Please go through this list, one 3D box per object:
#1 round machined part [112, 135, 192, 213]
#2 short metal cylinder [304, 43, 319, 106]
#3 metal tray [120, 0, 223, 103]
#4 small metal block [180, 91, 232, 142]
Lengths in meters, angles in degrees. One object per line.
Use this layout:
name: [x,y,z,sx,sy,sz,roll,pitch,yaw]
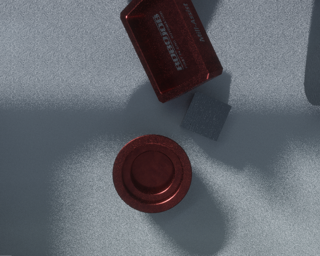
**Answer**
round machined part: [-0.010,0.057,0.403,0.099,0.042,0.097,0,90,-1]
short metal cylinder: [0.224,-0.066,0.387,0.050,0.080,0.079,4,90,0]
metal tray: [0.010,-0.106,0.380,0.030,0.090,0.129,-26,91,-42]
small metal block: [0.060,-0.015,0.412,0.050,0.025,0.050,23,90,-1]
